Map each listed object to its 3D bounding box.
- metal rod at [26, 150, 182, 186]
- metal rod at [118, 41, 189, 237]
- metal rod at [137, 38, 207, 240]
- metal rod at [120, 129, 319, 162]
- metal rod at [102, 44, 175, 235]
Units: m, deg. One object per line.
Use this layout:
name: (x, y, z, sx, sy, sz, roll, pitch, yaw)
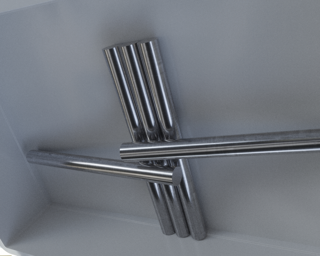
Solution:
metal rod: (-0.104, 0.056, 0.473, 0.300, 0.025, 0.025, 2, 120, 33)
metal rod: (0.000, 0.032, 0.425, 0.025, 0.025, 0.298, -2, 118, 28)
metal rod: (0.023, 0.031, 0.413, 0.025, 0.025, 0.298, -2, 118, 28)
metal rod: (0.092, 0.019, 0.347, 0.301, 0.025, 0.025, -5, 116, 23)
metal rod: (-0.022, 0.032, 0.437, 0.025, 0.025, 0.298, -2, 118, 28)
